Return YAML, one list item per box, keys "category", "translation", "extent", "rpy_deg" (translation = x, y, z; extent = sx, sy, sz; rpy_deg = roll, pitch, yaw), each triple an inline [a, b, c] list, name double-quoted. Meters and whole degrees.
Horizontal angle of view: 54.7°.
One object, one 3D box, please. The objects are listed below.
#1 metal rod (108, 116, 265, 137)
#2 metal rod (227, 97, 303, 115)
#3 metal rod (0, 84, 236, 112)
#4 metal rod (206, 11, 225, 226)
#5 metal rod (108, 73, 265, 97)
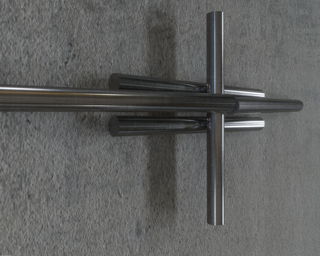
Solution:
- category: "metal rod"
  translation: [0.062, -0.005, 0.460]
  extent: [0.302, 0.025, 0.025]
  rpy_deg: [-1, 91, -40]
- category: "metal rod"
  translation: [0.194, -0.039, 0.540]
  extent: [0.302, 0.025, 0.025]
  rpy_deg: [-5, 94, -50]
- category: "metal rod"
  translation: [-0.035, -0.030, 0.345]
  extent: [0.303, 0.025, 0.025]
  rpy_deg: [-2, 91, -31]
- category: "metal rod"
  translation: [0.079, -0.013, 0.443]
  extent: [0.025, 0.025, 0.298]
  rpy_deg: [0, 90, -40]
- category: "metal rod"
  translation: [0.062, -0.055, 0.459]
  extent: [0.302, 0.025, 0.025]
  rpy_deg: [-1, 91, -40]
